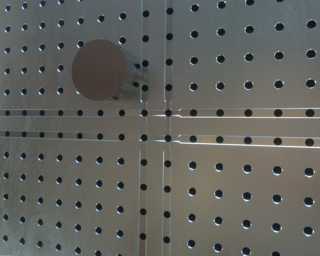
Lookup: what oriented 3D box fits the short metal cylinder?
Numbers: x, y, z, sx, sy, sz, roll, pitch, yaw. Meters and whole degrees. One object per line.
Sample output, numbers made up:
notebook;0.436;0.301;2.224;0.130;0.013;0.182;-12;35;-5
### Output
short metal cylinder;-0.072;-0.075;0.423;0.080;0.050;0.079;0;90;19
